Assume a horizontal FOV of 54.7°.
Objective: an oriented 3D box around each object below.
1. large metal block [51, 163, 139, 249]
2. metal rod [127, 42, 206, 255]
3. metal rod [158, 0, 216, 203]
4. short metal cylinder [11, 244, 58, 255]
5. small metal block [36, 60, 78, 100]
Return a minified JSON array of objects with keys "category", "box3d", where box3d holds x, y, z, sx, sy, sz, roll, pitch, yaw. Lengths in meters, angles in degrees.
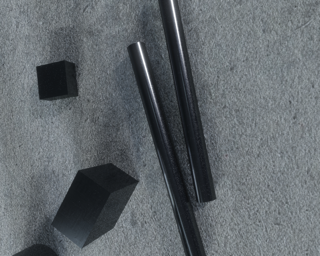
[{"category":"large metal block","box3d":[-0.082,0.097,0.408,0.050,0.080,0.080,31,100,17]},{"category":"metal rod","box3d":[0.008,0.032,0.405,0.025,0.025,0.298,-18,84,19]},{"category":"metal rod","box3d":[0.031,-0.056,0.397,0.025,0.025,0.298,-12,86,19]},{"category":"short metal cylinder","box3d":[-0.195,0.222,0.462,0.080,0.050,0.079,0,90,19]},{"category":"small metal block","box3d":[-0.153,-0.070,0.461,0.050,0.025,0.050,-7,88,19]}]
